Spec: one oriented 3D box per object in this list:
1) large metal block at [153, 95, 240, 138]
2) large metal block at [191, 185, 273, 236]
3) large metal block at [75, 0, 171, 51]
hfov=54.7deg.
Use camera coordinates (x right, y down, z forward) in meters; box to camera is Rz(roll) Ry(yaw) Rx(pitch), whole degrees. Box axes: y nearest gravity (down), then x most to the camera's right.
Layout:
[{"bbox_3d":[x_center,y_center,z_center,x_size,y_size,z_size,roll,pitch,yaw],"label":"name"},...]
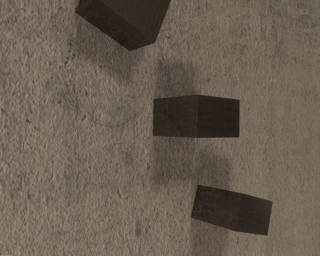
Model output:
[{"bbox_3d":[0.048,-0.013,0.411,0.081,0.080,0.050,1,90,-40],"label":"large metal block"},{"bbox_3d":[0.107,0.122,0.462,0.080,0.080,0.050,21,77,-38],"label":"large metal block"},{"bbox_3d":[-0.038,-0.149,0.358,0.080,0.050,0.080,30,71,-36],"label":"large metal block"}]
